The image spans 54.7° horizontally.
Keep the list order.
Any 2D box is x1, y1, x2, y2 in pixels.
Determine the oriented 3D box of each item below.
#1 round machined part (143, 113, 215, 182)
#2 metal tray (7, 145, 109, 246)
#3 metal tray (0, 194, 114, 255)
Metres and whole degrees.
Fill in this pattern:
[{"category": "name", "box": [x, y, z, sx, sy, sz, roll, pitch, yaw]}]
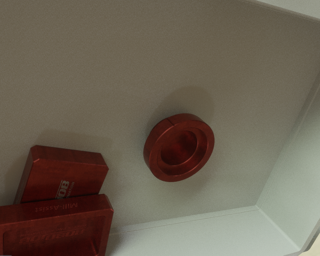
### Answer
[{"category": "round machined part", "box": [0.022, 0.023, 0.426, 0.099, 0.042, 0.097, -14, 125, -21]}, {"category": "metal tray", "box": [-0.130, 0.089, 0.390, 0.091, 0.030, 0.129, 12, 112, -34]}, {"category": "metal tray", "box": [-0.129, 0.131, 0.377, 0.131, 0.030, 0.089, -1, 119, -29]}]
